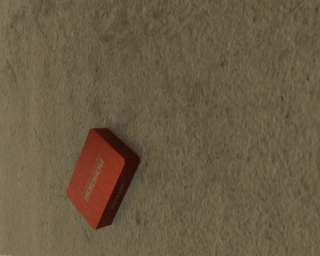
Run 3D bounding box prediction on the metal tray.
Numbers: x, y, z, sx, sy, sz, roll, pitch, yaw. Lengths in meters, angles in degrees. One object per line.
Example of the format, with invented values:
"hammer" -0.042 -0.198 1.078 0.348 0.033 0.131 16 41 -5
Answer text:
"metal tray" -0.091 0.076 0.474 0.090 0.030 0.129 38 113 33
